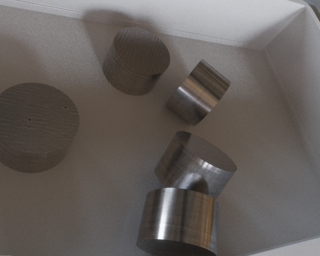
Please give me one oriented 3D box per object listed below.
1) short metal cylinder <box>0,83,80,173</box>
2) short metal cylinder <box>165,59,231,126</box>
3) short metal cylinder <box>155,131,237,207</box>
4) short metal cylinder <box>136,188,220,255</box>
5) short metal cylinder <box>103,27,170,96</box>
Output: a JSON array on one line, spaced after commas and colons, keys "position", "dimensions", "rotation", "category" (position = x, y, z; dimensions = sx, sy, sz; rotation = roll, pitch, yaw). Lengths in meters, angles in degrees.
[{"position": [-0.130, 0.000, 0.320], "dimensions": [0.081, 0.050, 0.080], "rotation": [14, 56, -21], "category": "short metal cylinder"}, {"position": [0.052, -0.049, 0.430], "dimensions": [0.050, 0.080, 0.080], "rotation": [39, 51, -3], "category": "short metal cylinder"}, {"position": [0.041, 0.046, 0.361], "dimensions": [0.080, 0.050, 0.080], "rotation": [27, 16, -8], "category": "short metal cylinder"}, {"position": [0.020, 0.102, 0.320], "dimensions": [0.080, 0.080, 0.050], "rotation": [22, 55, -16], "category": "short metal cylinder"}, {"position": [-0.033, -0.092, 0.429], "dimensions": [0.081, 0.050, 0.080], "rotation": [14, 56, -21], "category": "short metal cylinder"}]
